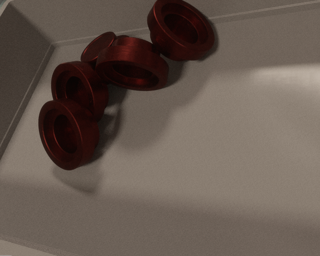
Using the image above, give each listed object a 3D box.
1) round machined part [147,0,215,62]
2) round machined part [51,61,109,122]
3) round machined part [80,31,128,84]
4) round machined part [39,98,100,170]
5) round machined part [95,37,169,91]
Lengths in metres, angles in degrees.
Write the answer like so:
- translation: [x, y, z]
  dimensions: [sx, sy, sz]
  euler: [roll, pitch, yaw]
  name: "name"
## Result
- translation: [0.025, -0.134, 0.439]
  dimensions: [0.042, 0.099, 0.098]
  euler: [-45, 38, 48]
  name: "round machined part"
- translation: [-0.115, -0.051, 0.462]
  dimensions: [0.098, 0.097, 0.042]
  euler: [17, 27, 34]
  name: "round machined part"
- translation: [-0.088, -0.116, 0.497]
  dimensions: [0.098, 0.042, 0.098]
  euler: [-23, 42, 23]
  name: "round machined part"
- translation: [-0.123, 0.006, 0.432]
  dimensions: [0.098, 0.042, 0.097]
  euler: [13, 112, 36]
  name: "round machined part"
- translation: [-0.036, -0.089, 0.428]
  dimensions: [0.098, 0.098, 0.042]
  euler: [1, 74, 28]
  name: "round machined part"
